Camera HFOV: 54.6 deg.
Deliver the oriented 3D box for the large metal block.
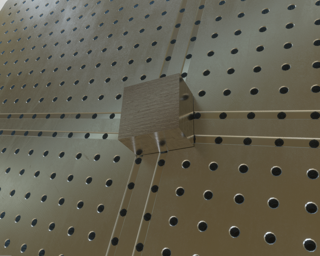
[{"bbox_3d":[-0.003,-0.016,0.403,0.080,0.050,0.080,-11,57,22],"label":"large metal block"}]
